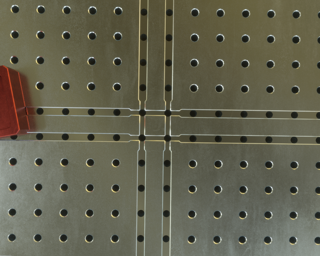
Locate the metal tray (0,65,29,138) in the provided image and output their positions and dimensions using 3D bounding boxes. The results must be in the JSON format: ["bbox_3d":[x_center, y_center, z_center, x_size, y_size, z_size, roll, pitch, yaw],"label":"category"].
[{"bbox_3d":[-0.250,-0.025,0.407,0.131,0.030,0.089,-11,90,-1],"label":"metal tray"}]
